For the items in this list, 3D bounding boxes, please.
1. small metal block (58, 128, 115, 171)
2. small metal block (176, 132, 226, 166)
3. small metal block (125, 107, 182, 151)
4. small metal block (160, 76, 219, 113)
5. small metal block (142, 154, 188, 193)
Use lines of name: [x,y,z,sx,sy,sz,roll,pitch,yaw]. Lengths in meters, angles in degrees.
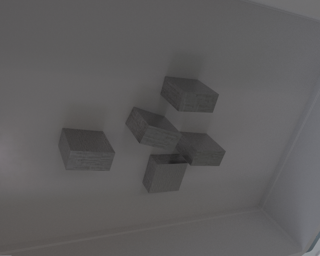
small metal block: [-0.086,0.025,0.361,0.050,0.050,0.025,6,115,-31]
small metal block: [0.056,0.029,0.441,0.050,0.050,0.025,5,116,-31]
small metal block: [-0.009,0.001,0.388,0.050,0.050,0.025,16,110,-35]
small metal block: [0.036,-0.042,0.386,0.050,0.050,0.025,1,118,-29]
small metal block: [0.007,0.066,0.453,0.050,0.025,0.050,1,118,-29]
